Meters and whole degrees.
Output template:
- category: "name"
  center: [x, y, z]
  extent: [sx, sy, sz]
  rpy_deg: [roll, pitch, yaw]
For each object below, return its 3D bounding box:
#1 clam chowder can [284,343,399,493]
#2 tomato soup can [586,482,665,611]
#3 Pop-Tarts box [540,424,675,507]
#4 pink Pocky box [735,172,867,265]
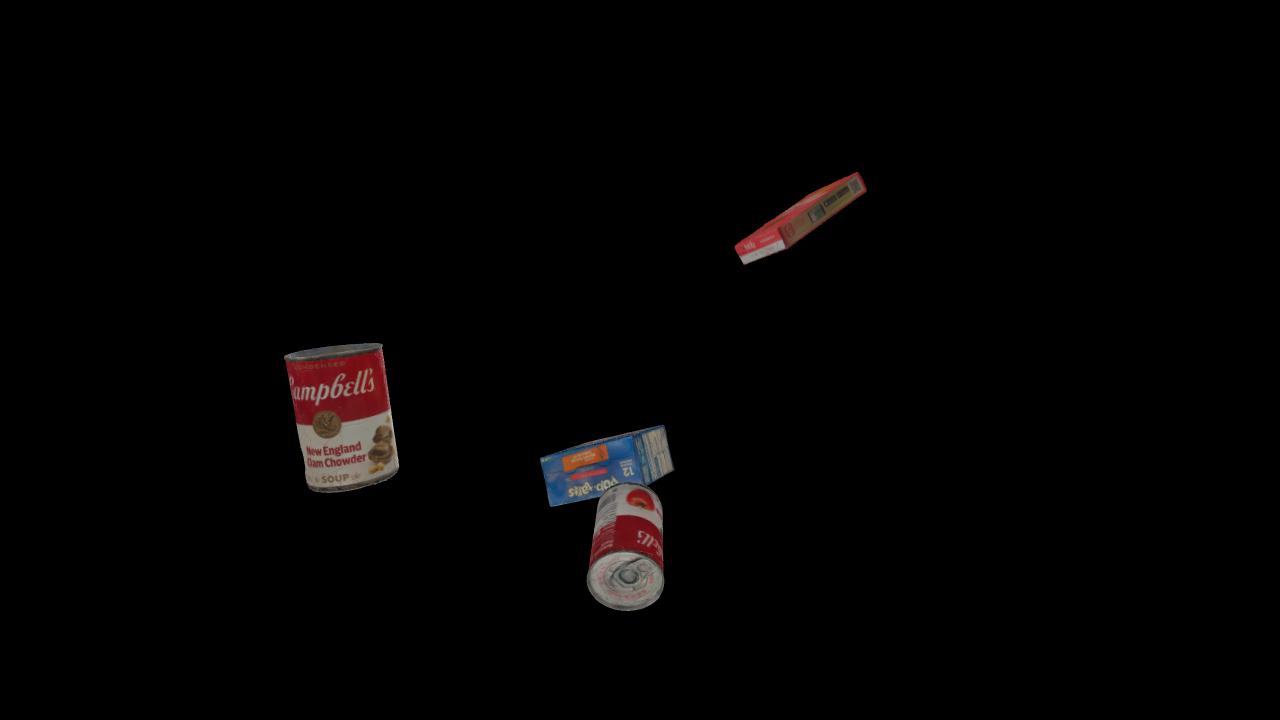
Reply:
- category: "clam chowder can"
  center: [-0.226, 0.042, 0.470]
  extent: [0.068, 0.102, 0.068]
  rpy_deg: [-4, 9, 1]
- category: "tomato soup can"
  center: [-0.011, 0.169, 0.571]
  extent: [0.068, 0.068, 0.101]
  rpy_deg: [0, 24, 1]
- category: "Pop-Tarts box"
  center: [-0.050, 0.168, 0.993]
  extent: [0.167, 0.083, 0.141]
  rpy_deg: [-17, -4, 23]
- category: "pink Pocky box"
  center: [0.192, -0.170, 0.737]
  extent: [0.155, 0.029, 0.084]
  rpy_deg: [-36, 12, -24]
